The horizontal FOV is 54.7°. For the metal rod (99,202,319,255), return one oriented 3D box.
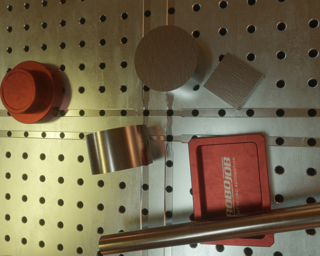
[{"bbox_3d":[0.064,0.117,0.357,0.301,0.025,0.025,-15,85,19],"label":"metal rod"}]

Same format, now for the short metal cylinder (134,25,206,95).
[{"bbox_3d":[0.015,-0.083,0.394,0.080,0.050,0.079,0,90,20],"label":"short metal cylinder"}]

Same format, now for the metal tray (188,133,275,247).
[{"bbox_3d":[0.087,0.074,0.379,0.090,0.030,0.129,-5,88,19],"label":"metal tray"}]

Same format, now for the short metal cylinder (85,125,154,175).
[{"bbox_3d":[-0.052,0.028,0.402,0.080,0.080,0.050,-12,86,19],"label":"short metal cylinder"}]

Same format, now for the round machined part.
[{"bbox_3d":[-0.203,-0.055,0.475,0.098,0.042,0.097,0,90,20],"label":"round machined part"}]

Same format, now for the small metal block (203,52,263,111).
[{"bbox_3d":[0.090,-0.057,0.381,0.050,0.025,0.050,38,102,16],"label":"small metal block"}]
